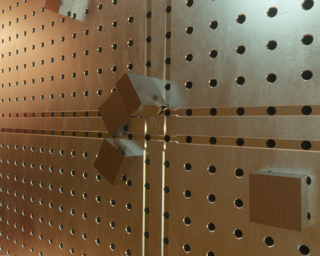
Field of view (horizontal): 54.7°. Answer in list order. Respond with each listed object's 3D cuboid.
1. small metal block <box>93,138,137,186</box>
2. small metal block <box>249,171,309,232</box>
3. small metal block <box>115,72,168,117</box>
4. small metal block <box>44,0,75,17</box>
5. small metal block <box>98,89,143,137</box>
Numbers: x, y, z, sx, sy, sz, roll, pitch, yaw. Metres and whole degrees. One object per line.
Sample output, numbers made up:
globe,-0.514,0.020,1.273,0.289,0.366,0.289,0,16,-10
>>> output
small metal block,-0.068,0.049,0.463,0.050,0.025,0.050,37,112,33
small metal block,0.119,0.071,0.311,0.050,0.025,0.050,0,90,39
small metal block,-0.024,-0.043,0.411,0.025,0.050,0.050,-40,66,33
small metal block,-0.177,-0.231,0.552,0.050,0.025,0.050,30,108,35
small metal block,-0.059,-0.022,0.456,0.050,0.025,0.050,-41,66,32
